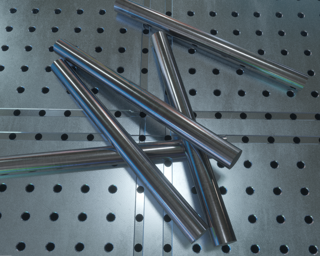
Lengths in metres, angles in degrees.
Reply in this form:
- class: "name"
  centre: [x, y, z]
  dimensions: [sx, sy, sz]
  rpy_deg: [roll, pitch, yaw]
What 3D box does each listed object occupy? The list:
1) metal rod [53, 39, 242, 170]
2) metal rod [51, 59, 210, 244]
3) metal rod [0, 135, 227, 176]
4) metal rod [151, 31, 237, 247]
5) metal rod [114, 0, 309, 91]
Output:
- class: "metal rod"
  centre: [-0.032, -0.043, 0.393]
  dimensions: [0.300, 0.025, 0.025]
  rpy_deg: [34, 73, 24]
- class: "metal rod"
  centre: [-0.051, 0.011, 0.381]
  dimensions: [0.025, 0.025, 0.300]
  rpy_deg: [-37, 65, -13]
- class: "metal rod"
  centre: [-0.065, 0.035, 0.397]
  dimensions: [0.302, 0.025, 0.025]
  rpy_deg: [-5, 70, -3]
- class: "metal rod"
  centre: [0.033, -0.007, 0.391]
  dimensions: [0.025, 0.025, 0.299]
  rpy_deg: [-13, 62, -5]
- class: "metal rod"
  centre: [0.069, -0.128, 0.459]
  dimensions: [0.301, 0.025, 0.025]
  rpy_deg: [26, 72, 8]
